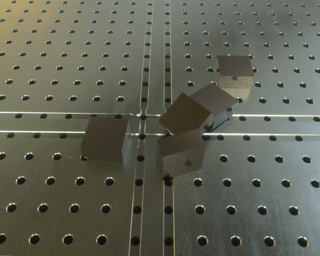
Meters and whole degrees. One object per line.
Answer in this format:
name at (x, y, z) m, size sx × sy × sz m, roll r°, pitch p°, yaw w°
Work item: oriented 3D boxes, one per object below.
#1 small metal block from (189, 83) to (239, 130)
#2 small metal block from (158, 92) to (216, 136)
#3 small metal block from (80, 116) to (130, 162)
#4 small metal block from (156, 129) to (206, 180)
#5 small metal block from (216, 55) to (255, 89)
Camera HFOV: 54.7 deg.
small metal block at (0.073, -0.032, 0.433) m, size 0.050 × 0.025 × 0.050 m, roll -32°, pitch 57°, yaw -29°
small metal block at (0.035, -0.010, 0.402) m, size 0.050 × 0.025 × 0.050 m, roll 40°, pitch 92°, yaw 28°
small metal block at (-0.068, 0.014, 0.395) m, size 0.050 × 0.025 × 0.050 m, roll 5°, pitch 50°, yaw 3°
small metal block at (0.023, 0.032, 0.365) m, size 0.050 × 0.050 × 0.025 m, roll -14°, pitch 52°, yaw -12°
small metal block at (0.115, -0.087, 0.483) m, size 0.050 × 0.025 × 0.050 m, roll 1°, pitch 50°, yaw 0°
